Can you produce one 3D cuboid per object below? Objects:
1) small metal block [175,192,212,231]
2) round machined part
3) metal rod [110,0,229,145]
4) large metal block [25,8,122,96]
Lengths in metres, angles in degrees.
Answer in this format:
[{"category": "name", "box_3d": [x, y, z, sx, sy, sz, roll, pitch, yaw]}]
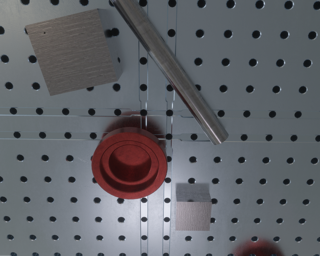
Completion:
[{"category": "small metal block", "box_3d": [0.048, 0.124, 0.459, 0.050, 0.025, 0.050, 1, 110, -1]}, {"category": "round machined part", "box_3d": [-0.039, 0.044, 0.420, 0.099, 0.042, 0.097, 0, 110, 0]}, {"category": "metal rod", "box_3d": [-0.005, -0.099, 0.376, 0.025, 0.025, 0.300, -34, 107, 11]}, {"category": "large metal block", "box_3d": [-0.097, -0.090, 0.366, 0.080, 0.050, 0.080, -12, 110, 4]}]
